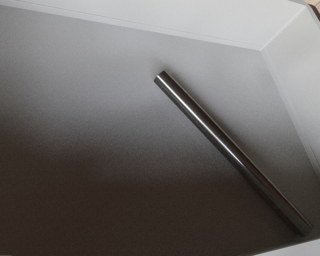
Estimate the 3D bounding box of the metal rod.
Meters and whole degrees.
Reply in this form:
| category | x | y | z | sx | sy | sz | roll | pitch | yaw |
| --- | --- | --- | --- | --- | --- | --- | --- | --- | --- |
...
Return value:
| category | x | y | z | sx | sy | sz | roll | pitch | yaw |
| --- | --- | --- | --- | --- | --- | --- | --- | --- | --- |
| metal rod | 0.102 | 0.033 | 0.442 | 0.300 | 0.025 | 0.025 | 47 | 51 | 4 |
